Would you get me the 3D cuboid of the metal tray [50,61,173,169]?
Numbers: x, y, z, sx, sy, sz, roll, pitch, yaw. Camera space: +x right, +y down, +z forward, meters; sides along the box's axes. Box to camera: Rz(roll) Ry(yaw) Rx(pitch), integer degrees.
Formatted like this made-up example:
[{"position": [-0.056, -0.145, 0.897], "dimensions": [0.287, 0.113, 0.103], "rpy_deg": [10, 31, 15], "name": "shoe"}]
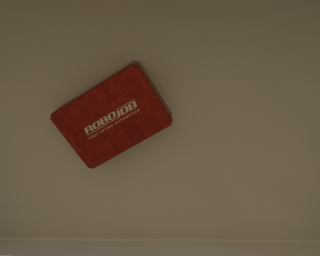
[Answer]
[{"position": [-0.061, -0.015, 0.402], "dimensions": [0.130, 0.030, 0.090], "rpy_deg": [-30, 108, 10], "name": "metal tray"}]
